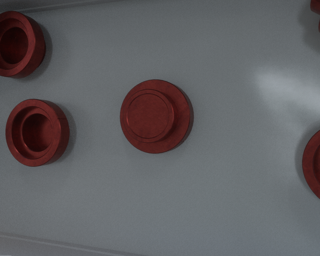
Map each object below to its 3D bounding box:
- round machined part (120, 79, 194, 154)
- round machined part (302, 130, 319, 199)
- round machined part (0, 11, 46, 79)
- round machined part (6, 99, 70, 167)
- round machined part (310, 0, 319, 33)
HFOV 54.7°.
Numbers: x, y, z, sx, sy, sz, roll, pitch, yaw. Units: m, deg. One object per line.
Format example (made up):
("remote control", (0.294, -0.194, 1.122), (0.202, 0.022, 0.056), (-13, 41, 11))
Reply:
("round machined part", (-0.009, -0.015, 0.404), (0.098, 0.042, 0.097), (0, 90, 19))
("round machined part", (0.204, 0.037, 0.319), (0.098, 0.042, 0.097), (7, 102, 37))
("round machined part", (-0.217, -0.124, 0.476), (0.098, 0.042, 0.097), (0, 90, 19))
("round machined part", (-0.176, 0.007, 0.462), (0.098, 0.042, 0.097), (0, 90, 19))
("round machined part", (0.190, -0.140, 0.307), (0.042, 0.098, 0.098), (42, 103, 27))
